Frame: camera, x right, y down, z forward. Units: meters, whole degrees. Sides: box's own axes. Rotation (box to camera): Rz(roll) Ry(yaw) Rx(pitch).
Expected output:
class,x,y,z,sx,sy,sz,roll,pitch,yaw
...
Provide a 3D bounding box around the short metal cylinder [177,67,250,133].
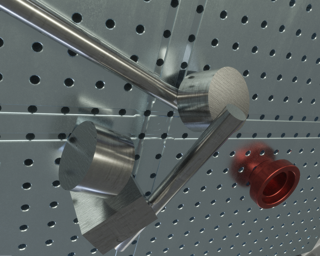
class,x,y,z,sx,sy,sz,roll,pitch,yaw
short metal cylinder,0.068,-0.033,0.389,0.081,0.050,0.080,0,90,-41

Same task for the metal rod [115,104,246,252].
class,x,y,z,sx,sy,sz,roll,pitch,yaw
metal rod,0.008,0.084,0.408,0.025,0.025,0.298,10,132,-33

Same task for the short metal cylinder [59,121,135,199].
class,x,y,z,sx,sy,sz,roll,pitch,yaw
short metal cylinder,-0.074,0.037,0.358,0.050,0.080,0.080,24,105,-37

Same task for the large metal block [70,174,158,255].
class,x,y,z,sx,sy,sz,roll,pitch,yaw
large metal block,-0.061,0.099,0.402,0.080,0.080,0.050,-32,128,-7

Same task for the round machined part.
class,x,y,z,sx,sy,sz,roll,pitch,yaw
round machined part,0.205,0.098,0.573,0.099,0.042,0.097,-14,124,-21

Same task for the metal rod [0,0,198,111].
class,x,y,z,sx,sy,sz,roll,pitch,yaw
metal rod,-0.054,-0.074,0.335,0.301,0.025,0.025,26,104,-37
